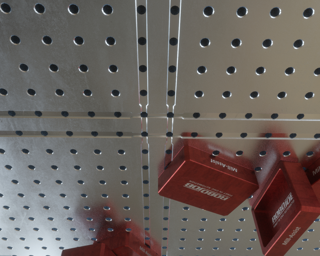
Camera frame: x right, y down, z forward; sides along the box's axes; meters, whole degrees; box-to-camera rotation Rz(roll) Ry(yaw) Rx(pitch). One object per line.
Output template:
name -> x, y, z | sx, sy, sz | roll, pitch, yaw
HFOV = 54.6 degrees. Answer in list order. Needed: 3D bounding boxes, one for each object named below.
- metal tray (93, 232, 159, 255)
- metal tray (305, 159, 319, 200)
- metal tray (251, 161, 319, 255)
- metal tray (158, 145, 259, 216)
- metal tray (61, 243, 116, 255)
metal tray -> -0.066, 0.267, 0.634 | 0.090, 0.030, 0.130 | -25, 126, 19
metal tray -> 0.283, 0.069, 0.469 | 0.090, 0.030, 0.129 | 22, 127, -18
metal tray -> 0.187, 0.125, 0.476 | 0.030, 0.090, 0.129 | 8, 130, -7
metal tray -> 0.074, 0.086, 0.481 | 0.131, 0.030, 0.089 | 22, 127, -18
metal tray -> -0.122, 0.274, 0.599 | 0.090, 0.030, 0.130 | -15, 129, 12
